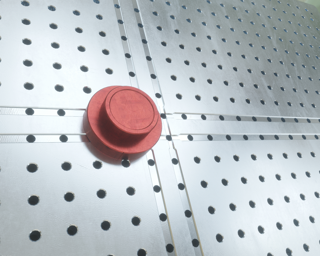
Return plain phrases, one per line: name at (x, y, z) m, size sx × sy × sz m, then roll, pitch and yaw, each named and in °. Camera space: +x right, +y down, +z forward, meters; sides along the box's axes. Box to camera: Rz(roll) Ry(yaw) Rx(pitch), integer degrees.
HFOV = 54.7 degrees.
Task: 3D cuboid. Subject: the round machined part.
round machined part at (-0.041, -0.013, 0.384) m, size 0.099 × 0.042 × 0.098 m, roll 14°, pitch 56°, yaw -21°
